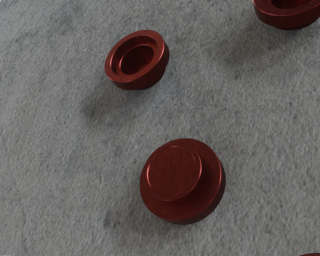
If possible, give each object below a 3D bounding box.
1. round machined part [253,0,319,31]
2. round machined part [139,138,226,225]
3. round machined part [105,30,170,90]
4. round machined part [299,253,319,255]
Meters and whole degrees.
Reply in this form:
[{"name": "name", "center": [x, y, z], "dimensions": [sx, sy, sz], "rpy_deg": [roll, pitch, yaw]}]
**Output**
[{"name": "round machined part", "center": [0.175, -0.167, 0.404], "dimensions": [0.098, 0.042, 0.098], "rpy_deg": [-13, 56, 20]}, {"name": "round machined part", "center": [0.020, 0.055, 0.348], "dimensions": [0.098, 0.042, 0.098], "rpy_deg": [-13, 56, 20]}, {"name": "round machined part", "center": [-0.030, -0.097, 0.467], "dimensions": [0.098, 0.042, 0.098], "rpy_deg": [-13, 56, 20]}, {"name": "round machined part", "center": [0.129, 0.149, 0.234], "dimensions": [0.098, 0.042, 0.098], "rpy_deg": [-13, 56, 20]}]
